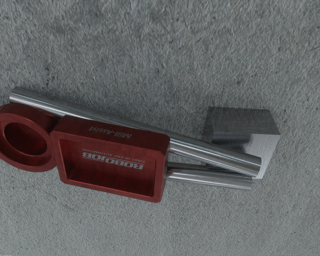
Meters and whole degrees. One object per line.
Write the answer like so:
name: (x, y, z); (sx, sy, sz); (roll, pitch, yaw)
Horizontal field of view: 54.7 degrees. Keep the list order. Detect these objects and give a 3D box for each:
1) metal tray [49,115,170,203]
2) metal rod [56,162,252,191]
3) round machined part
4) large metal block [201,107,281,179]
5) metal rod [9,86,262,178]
metal tray: (-0.057, 0.039, 0.370); (0.131, 0.030, 0.089); (10, 131, 7)
metal rod: (-0.035, 0.052, 0.410); (0.301, 0.025, 0.025); (5, 131, 11)
round machined part: (-0.166, 0.008, 0.395); (0.099, 0.042, 0.097); (6, 130, 8)
large metal block: (0.100, 0.020, 0.409); (0.081, 0.050, 0.079); (3, 130, -3)
metal rod: (-0.030, 0.004, 0.369); (0.302, 0.025, 0.025); (16, 129, 2)
